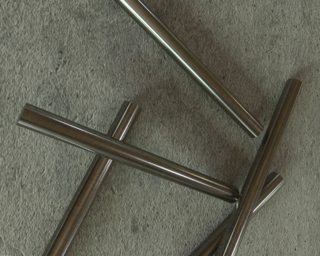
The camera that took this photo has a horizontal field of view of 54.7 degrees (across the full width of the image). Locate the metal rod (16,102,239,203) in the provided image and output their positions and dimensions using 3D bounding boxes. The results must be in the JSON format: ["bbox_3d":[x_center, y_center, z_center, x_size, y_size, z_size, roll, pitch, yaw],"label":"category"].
[{"bbox_3d":[-0.017,0.041,0.380,0.302,0.025,0.025,24,82,-27],"label":"metal rod"}]

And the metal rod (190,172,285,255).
[{"bbox_3d":[0.070,0.169,0.434,0.301,0.025,0.025,-40,103,-16],"label":"metal rod"}]

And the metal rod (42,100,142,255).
[{"bbox_3d":[-0.101,0.103,0.371,0.025,0.025,0.299,30,80,-18],"label":"metal rod"}]

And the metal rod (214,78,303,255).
[{"bbox_3d":[0.145,0.057,0.446,0.025,0.025,0.300,33,73,-17],"label":"metal rod"}]

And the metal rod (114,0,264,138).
[{"bbox_3d":[0.037,-0.092,0.422,0.300,0.025,0.025,42,77,-15],"label":"metal rod"}]
